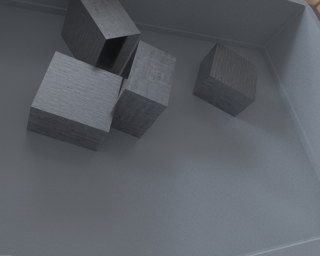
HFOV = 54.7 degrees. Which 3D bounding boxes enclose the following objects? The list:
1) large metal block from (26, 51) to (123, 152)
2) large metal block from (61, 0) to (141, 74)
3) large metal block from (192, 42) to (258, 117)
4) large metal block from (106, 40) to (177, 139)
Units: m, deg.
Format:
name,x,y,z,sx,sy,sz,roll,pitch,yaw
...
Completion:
name,x,y,z,sx,sy,sz,roll,pitch,yaw
large metal block,-0.096,-0.029,0.357,0.081,0.050,0.080,20,54,-17
large metal block,-0.080,-0.122,0.403,0.050,0.080,0.080,-24,75,-37
large metal block,0.106,-0.077,0.496,0.080,0.050,0.080,27,52,-12
large metal block,-0.025,-0.046,0.386,0.050,0.080,0.080,22,53,-16
